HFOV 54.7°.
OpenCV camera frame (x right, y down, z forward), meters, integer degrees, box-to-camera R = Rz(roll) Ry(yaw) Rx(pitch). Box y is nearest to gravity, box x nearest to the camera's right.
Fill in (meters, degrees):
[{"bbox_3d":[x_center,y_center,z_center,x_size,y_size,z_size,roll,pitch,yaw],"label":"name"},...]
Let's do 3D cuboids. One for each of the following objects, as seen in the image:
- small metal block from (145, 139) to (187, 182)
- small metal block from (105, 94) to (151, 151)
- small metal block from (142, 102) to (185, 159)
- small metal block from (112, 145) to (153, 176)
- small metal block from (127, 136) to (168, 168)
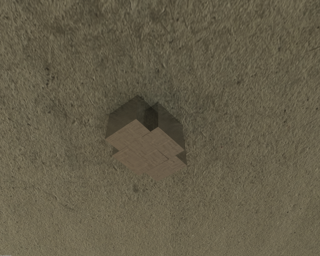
[{"bbox_3d":[0.008,0.038,0.424,0.050,0.050,0.025,-32,124,24],"label":"small metal block"},{"bbox_3d":[-0.039,-0.007,0.385,0.050,0.050,0.025,-32,124,24],"label":"small metal block"},{"bbox_3d":[0.005,0.003,0.394,0.025,0.050,0.050,-33,123,25],"label":"small metal block"},{"bbox_3d":[-0.035,0.027,0.414,0.025,0.050,0.050,-32,123,24],"label":"small metal block"},{"bbox_3d":[-0.015,0.015,0.404,0.025,0.050,0.050,-32,123,24],"label":"small metal block"}]
